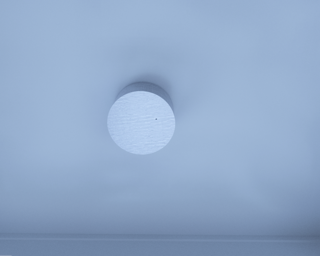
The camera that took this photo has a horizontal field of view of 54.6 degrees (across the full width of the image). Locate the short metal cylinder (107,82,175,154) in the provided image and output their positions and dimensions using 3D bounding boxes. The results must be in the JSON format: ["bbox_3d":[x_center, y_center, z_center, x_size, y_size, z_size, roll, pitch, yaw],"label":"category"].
[{"bbox_3d":[-0.022,-0.013,0.390,0.080,0.050,0.079,0,110,0],"label":"short metal cylinder"}]
